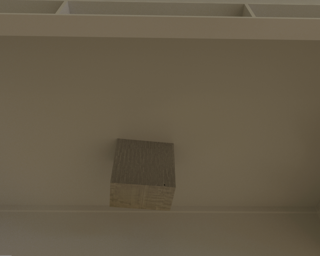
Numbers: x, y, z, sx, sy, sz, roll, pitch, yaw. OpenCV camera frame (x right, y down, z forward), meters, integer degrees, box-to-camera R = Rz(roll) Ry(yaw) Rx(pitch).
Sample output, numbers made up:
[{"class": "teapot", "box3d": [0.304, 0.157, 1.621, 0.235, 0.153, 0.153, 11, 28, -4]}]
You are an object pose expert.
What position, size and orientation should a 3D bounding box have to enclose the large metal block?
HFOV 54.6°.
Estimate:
[{"class": "large metal block", "box3d": [-0.023, 0.063, 0.426, 0.080, 0.080, 0.050, 5, 130, -5]}]
